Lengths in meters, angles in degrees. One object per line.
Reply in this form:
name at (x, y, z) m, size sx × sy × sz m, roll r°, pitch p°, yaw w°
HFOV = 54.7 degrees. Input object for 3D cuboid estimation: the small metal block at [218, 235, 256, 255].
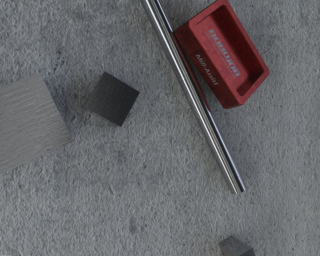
small metal block at (0.114, 0.189, 0.440) m, size 0.025 × 0.050 × 0.050 m, roll -23°, pitch 98°, yaw -19°

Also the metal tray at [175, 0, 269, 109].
metal tray at (0.089, -0.103, 0.427) m, size 0.090 × 0.030 × 0.130 m, roll -44°, pitch 106°, yaw -31°

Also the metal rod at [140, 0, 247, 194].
metal rod at (0.050, -0.042, 0.428) m, size 0.025 × 0.025 × 0.299 m, roll -30°, pitch 100°, yaw -18°

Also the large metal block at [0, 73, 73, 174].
large metal block at (-0.153, -0.005, 0.340) m, size 0.081 × 0.050 × 0.080 m, roll -26°, pitch 99°, yaw -18°

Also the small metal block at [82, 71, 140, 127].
small metal block at (-0.061, -0.035, 0.387) m, size 0.050 × 0.025 × 0.050 m, roll 30°, pitch 80°, yaw -18°
